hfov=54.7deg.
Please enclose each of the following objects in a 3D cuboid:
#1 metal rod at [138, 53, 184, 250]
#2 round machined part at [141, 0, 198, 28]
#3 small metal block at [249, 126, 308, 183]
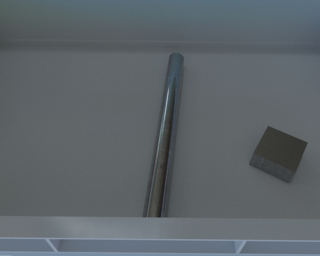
[{"bbox_3d":[0.008,0.003,0.402,0.025,0.025,0.300,6,50,4],"label":"metal rod"},{"bbox_3d":[0.014,-0.205,0.548,0.099,0.042,0.098,12,11,-2],"label":"round machined part"},{"bbox_3d":[0.145,0.032,0.381,0.050,0.025,0.050,26,54,20],"label":"small metal block"}]
